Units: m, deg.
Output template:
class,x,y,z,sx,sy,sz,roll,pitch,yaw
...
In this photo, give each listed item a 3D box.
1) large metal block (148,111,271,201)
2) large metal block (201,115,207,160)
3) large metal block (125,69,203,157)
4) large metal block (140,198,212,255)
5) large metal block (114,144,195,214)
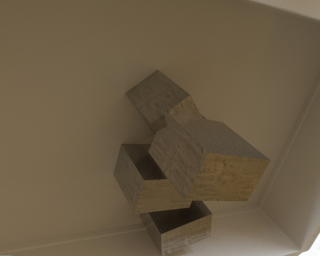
class,x,y,z,sx,sy,sz,roll,pitch,yaw
large metal block,0.047,0.028,0.314,0.081,0.080,0.050,9,113,-33
large metal block,0.065,0.034,0.430,0.050,0.080,0.080,-37,132,-3
large metal block,0.012,-0.013,0.373,0.050,0.080,0.080,-37,129,-4
large metal block,0.021,0.133,0.469,0.081,0.080,0.050,-15,125,-20
large metal block,-0.006,0.063,0.410,0.081,0.080,0.050,2,117,-30
